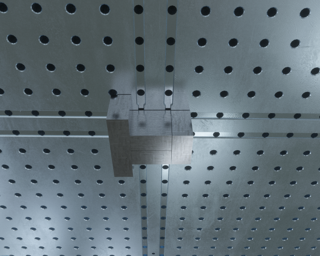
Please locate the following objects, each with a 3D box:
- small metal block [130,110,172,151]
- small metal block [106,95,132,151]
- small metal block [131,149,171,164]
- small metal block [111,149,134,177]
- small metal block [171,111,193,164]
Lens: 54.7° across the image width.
[{"bbox_3d":[-0.011,0.002,0.396,0.050,0.050,0.025,0,130,-1],"label":"small metal block"},{"bbox_3d":[-0.049,-0.007,0.388,0.025,0.050,0.050,0,130,0],"label":"small metal block"},{"bbox_3d":[-0.011,0.022,0.413,0.050,0.050,0.025,0,130,-1],"label":"small metal block"},{"bbox_3d":[-0.049,0.031,0.420,0.025,0.050,0.050,0,130,0],"label":"small metal block"},{"bbox_3d":[0.027,0.012,0.405,0.025,0.050,0.050,0,130,0],"label":"small metal block"}]
